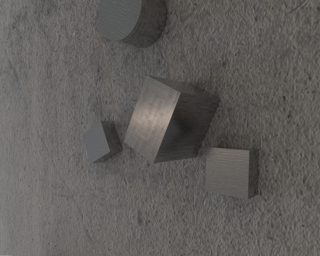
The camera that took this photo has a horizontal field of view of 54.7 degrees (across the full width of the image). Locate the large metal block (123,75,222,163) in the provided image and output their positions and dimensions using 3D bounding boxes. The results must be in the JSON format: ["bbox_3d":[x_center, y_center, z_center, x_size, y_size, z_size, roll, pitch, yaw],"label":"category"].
[{"bbox_3d":[0.015,-0.010,0.357,0.050,0.081,0.079,33,110,35],"label":"large metal block"}]

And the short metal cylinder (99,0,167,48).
[{"bbox_3d":[-0.037,-0.153,0.419,0.080,0.050,0.079,0,90,40],"label":"short metal cylinder"}]

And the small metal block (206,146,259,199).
[{"bbox_3d":[0.079,0.047,0.340,0.050,0.025,0.050,2,91,40],"label":"small metal block"}]

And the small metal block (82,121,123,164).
[{"bbox_3d":[-0.090,0.022,0.479,0.050,0.025,0.050,-32,71,35],"label":"small metal block"}]
